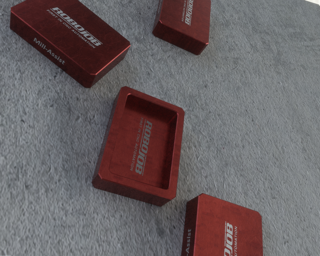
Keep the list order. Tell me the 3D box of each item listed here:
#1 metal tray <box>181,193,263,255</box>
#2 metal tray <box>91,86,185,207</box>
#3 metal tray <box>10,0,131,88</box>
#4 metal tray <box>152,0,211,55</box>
[{"bbox_3d":[0.070,0.149,0.347,0.091,0.030,0.130,22,54,-15],"label":"metal tray"},{"bbox_3d":[-0.021,0.019,0.376,0.091,0.030,0.130,20,54,-16],"label":"metal tray"},{"bbox_3d":[-0.116,-0.124,0.413,0.130,0.030,0.090,39,51,-2],"label":"metal tray"},{"bbox_3d":[0.041,-0.196,0.542,0.091,0.030,0.130,20,54,-16],"label":"metal tray"}]
